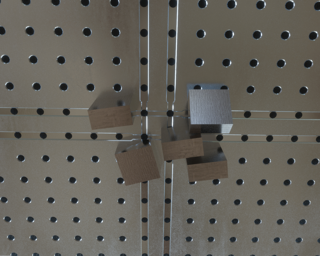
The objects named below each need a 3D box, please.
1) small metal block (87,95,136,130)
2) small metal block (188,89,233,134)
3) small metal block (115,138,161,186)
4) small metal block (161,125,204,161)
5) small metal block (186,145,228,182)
[{"bbox_3d":[-0.059,-0.021,0.392,0.050,0.050,0.025,-7,110,2],"label":"small metal block"},{"bbox_3d":[0.062,-0.021,0.391,0.050,0.050,0.025,0,152,0],"label":"small metal block"},{"bbox_3d":[-0.030,0.047,0.431,0.050,0.025,0.050,-14,110,5],"label":"small metal block"},{"bbox_3d":[0.028,0.018,0.407,0.050,0.050,0.025,-8,110,3],"label":"small metal block"},{"bbox_3d":[0.061,0.047,0.418,0.050,0.050,0.025,-7,110,2],"label":"small metal block"}]
